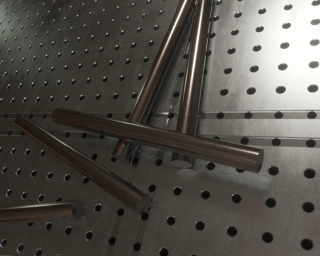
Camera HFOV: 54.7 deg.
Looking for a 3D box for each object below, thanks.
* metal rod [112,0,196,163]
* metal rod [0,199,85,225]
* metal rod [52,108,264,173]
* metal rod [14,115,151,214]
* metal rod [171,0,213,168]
[{"bbox_3d":[0.000,-0.090,0.461,0.025,0.025,0.300,9,66,31],"label":"metal rod"},{"bbox_3d":[-0.242,0.130,0.452,0.301,0.025,0.025,-10,57,22],"label":"metal rod"},{"bbox_3d":[-0.027,0.007,0.383,0.300,0.025,0.025,11,68,32],"label":"metal rod"},{"bbox_3d":[-0.130,0.040,0.449,0.300,0.025,0.025,24,75,36],"label":"metal rod"},{"bbox_3d":[0.050,-0.088,0.435,0.025,0.025,0.299,-4,60,26],"label":"metal rod"}]
